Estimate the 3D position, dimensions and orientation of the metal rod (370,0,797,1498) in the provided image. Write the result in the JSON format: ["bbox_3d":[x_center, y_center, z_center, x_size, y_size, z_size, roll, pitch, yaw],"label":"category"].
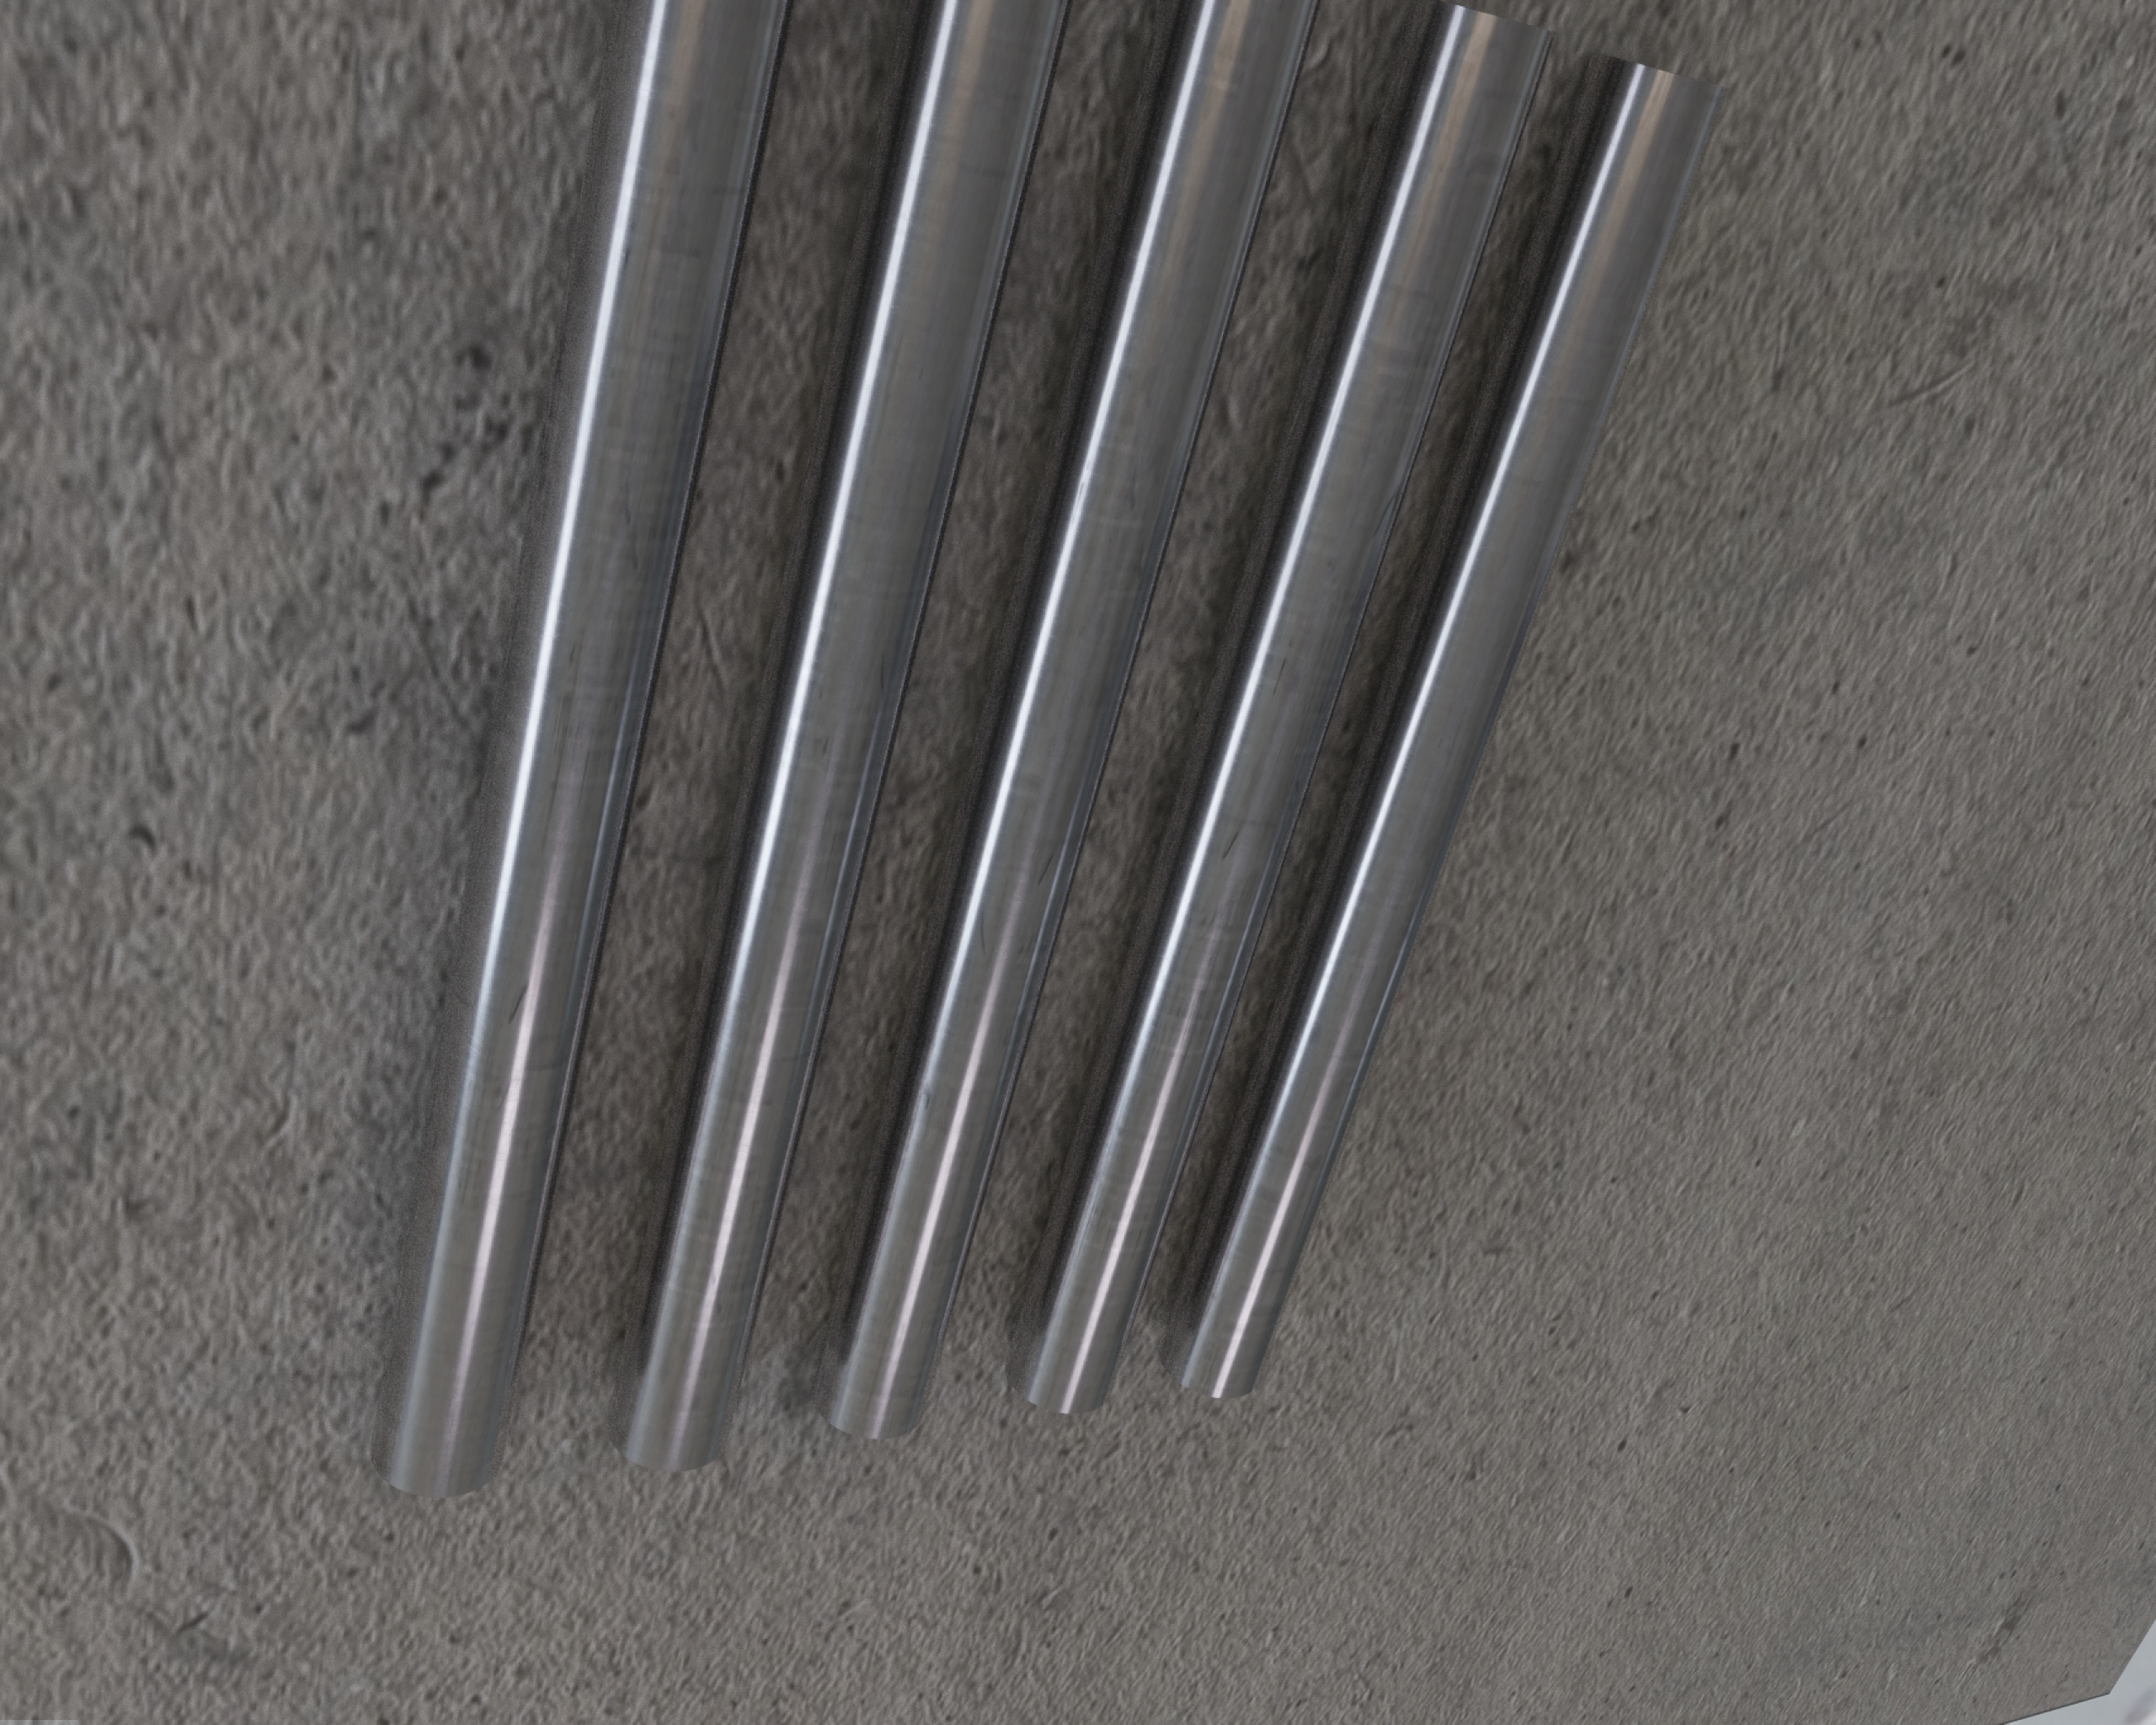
[{"bbox_3d":[-0.086,-0.015,0.349,0.025,0.025,0.298,2,117,-30],"label":"metal rod"}]

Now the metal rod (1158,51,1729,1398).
[{"bbox_3d":[0.068,-0.012,0.436,0.025,0.025,0.298,1,118,-29],"label":"metal rod"}]

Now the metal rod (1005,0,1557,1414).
[{"bbox_3d":[0.032,-0.014,0.415,0.025,0.025,0.298,1,118,-29],"label":"metal rod"}]

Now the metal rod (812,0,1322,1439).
[{"bbox_3d":[-0.009,-0.014,0.392,0.025,0.025,0.298,1,118,-29],"label":"metal rod"}]

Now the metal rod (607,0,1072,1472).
[{"bbox_3d":[-0.047,-0.013,0.372,0.025,0.025,0.298,2,118,-29],"label":"metal rod"}]
